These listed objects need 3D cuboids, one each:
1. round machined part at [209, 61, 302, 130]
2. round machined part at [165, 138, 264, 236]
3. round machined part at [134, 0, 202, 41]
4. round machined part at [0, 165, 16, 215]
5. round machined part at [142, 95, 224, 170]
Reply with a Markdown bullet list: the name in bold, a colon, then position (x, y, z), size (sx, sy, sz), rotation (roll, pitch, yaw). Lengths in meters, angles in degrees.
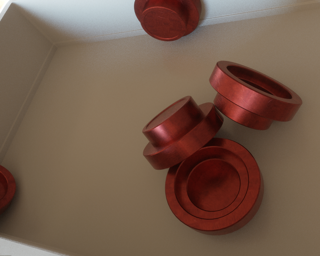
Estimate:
- **round machined part**: position (0.099, -0.033, 0.340), size (0.098, 0.099, 0.042), rotation (47, 125, 39)
- **round machined part**: position (0.058, 0.063, 0.326), size (0.098, 0.042, 0.098), rotation (-13, 56, 21)
- **round machined part**: position (0.009, -0.167, 0.456), size (0.098, 0.098, 0.042), rotation (1, 63, 28)
- **round machined part**: position (-0.268, 0.096, 0.453), size (0.042, 0.099, 0.098), rotation (-58, 44, 31)
- **round machined part**: position (0.019, 0.000, 0.352), size (0.098, 0.042, 0.098), rotation (-35, 11, 8)
